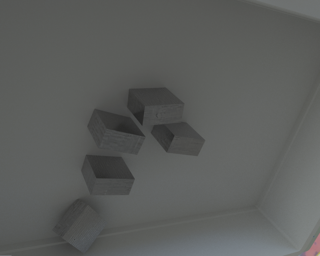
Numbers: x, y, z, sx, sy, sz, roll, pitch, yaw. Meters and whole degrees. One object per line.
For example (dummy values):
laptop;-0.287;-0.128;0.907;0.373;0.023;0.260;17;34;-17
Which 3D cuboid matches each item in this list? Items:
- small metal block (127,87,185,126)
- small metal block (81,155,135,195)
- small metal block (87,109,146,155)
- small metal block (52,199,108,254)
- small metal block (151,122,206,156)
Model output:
small metal block;-0.006;-0.027;0.374;0.050;0.050;0.025;-6;121;-26
small metal block;-0.067;0.060;0.394;0.050;0.050;0.025;7;115;-32
small metal block;-0.053;0.004;0.368;0.050;0.050;0.025;14;111;-34
small metal block;-0.108;0.134;0.422;0.050;0.025;0.050;-53;133;-24
small metal block;0.023;0.012;0.414;0.050;0.050;0.025;10;114;-33
